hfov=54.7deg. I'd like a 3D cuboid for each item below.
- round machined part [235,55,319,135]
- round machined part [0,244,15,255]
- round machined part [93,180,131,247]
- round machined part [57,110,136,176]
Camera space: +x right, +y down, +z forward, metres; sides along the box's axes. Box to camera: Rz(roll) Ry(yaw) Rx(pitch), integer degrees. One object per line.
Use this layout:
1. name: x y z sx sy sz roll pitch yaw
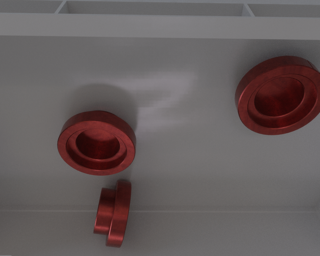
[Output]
1. round machined part: 0.137 -0.041 0.364 0.099 0.042 0.097 0 130 0
2. round machined part: -0.335 0.269 0.627 0.099 0.042 0.097 0 130 0
3. round machined part: -0.074 0.127 0.468 0.042 0.098 0.097 11 129 -9
4. round machined part: -0.081 0.016 0.410 0.099 0.042 0.097 0 130 0
